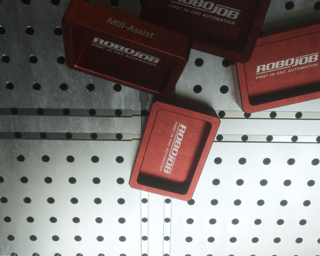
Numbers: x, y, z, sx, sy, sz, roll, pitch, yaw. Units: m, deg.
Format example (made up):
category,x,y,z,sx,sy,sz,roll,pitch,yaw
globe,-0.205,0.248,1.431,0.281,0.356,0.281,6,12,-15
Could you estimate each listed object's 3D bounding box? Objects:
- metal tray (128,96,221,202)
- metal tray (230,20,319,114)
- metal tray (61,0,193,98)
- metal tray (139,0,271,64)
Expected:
category,x,y,z,sx,sy,sz,roll,pitch,yaw
metal tray,0.017,0.029,0.421,0.090,0.030,0.129,15,109,-6
metal tray,0.158,-0.076,0.383,0.131,0.030,0.090,-12,110,4
metal tray,-0.039,-0.084,0.349,0.131,0.090,0.030,17,66,-6
metal tray,0.048,-0.132,0.342,0.130,0.030,0.089,18,106,8
